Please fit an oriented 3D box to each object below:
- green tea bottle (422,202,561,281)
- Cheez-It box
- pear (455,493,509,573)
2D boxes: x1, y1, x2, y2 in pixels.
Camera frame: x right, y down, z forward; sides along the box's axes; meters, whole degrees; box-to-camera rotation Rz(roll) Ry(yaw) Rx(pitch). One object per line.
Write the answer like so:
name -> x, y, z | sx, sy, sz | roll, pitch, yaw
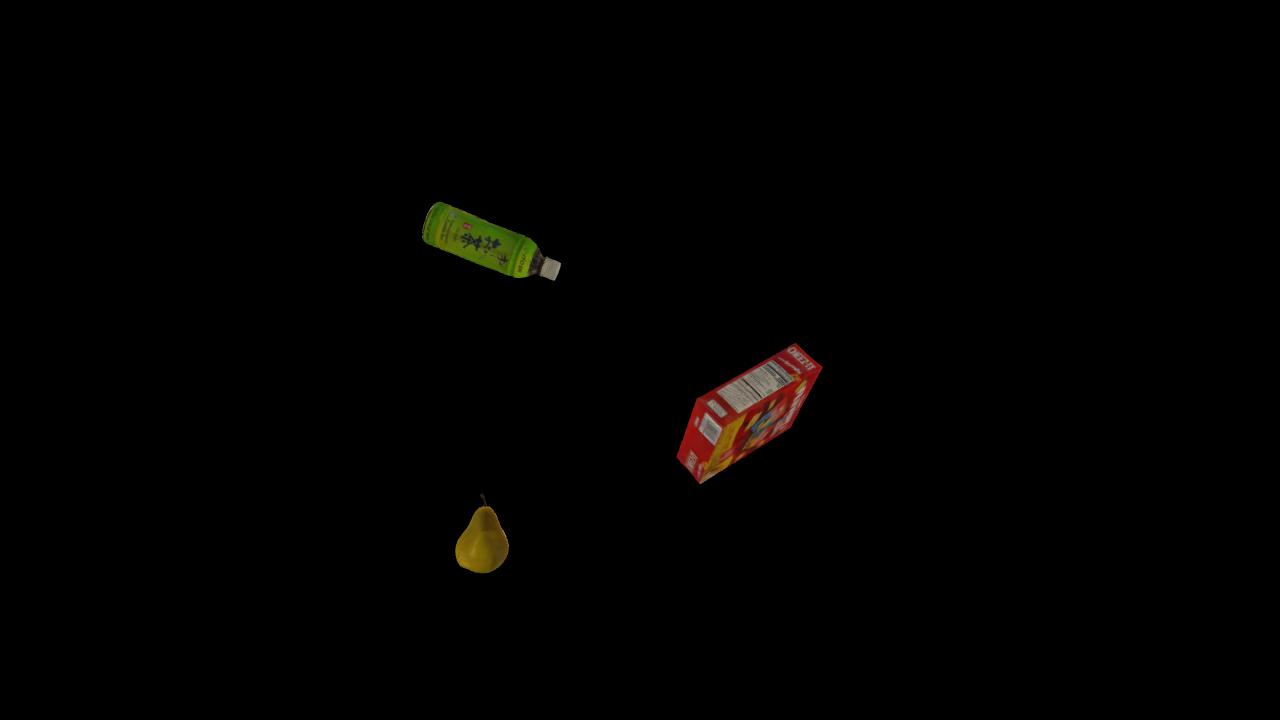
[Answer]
green tea bottle -> -0.228, -0.177, 0.965 | 0.212, 0.073, 0.073 | 21, -3, -7
Cheez-It box -> 0.174, 0.085, 0.984 | 0.223, 0.071, 0.166 | -26, -32, -29
pear -> -0.234, 0.262, 0.934 | 0.080, 0.111, 0.080 | 12, -6, 1
